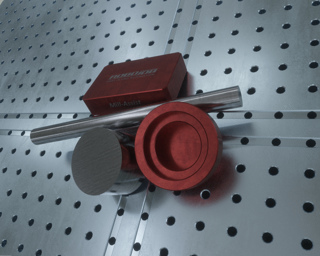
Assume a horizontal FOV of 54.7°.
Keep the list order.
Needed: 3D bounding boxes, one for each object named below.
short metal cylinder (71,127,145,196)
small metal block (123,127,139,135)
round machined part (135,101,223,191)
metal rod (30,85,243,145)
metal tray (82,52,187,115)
[{"bbox_3d":[-0.062,0.042,0.382,0.080,0.050,0.080,-7,76,32],"label":"short metal cylinder"},{"bbox_3d":[-0.037,0.012,0.430,0.050,0.025,0.050,20,72,35],"label":"small metal block"},{"bbox_3d":[0.024,0.021,0.356,0.098,0.042,0.097,-3,82,24],"label":"round machined part"},{"bbox_3d":[-0.047,-0.011,0.405,0.301,0.025,0.025,-10,58,22],"label":"metal rod"},{"bbox_3d":[-0.035,-0.063,0.442,0.130,0.030,0.090,-4,41,25],"label":"metal tray"}]
